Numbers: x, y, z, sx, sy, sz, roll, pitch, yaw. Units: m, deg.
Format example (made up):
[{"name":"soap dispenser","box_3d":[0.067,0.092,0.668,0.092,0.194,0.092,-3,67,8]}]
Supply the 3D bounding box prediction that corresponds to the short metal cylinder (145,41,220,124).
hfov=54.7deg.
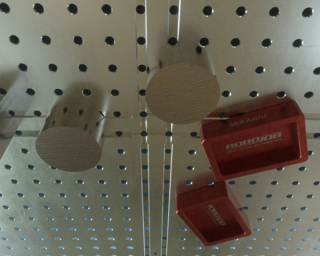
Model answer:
[{"name":"short metal cylinder","box_3d":[0.024,-0.050,0.352,0.081,0.050,0.079,0,130,0]}]

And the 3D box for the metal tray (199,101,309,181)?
[{"name":"metal tray","box_3d":[0.130,0.022,0.428,0.130,0.030,0.090,-16,129,13]}]

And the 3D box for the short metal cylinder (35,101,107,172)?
[{"name":"short metal cylinder","box_3d":[-0.113,0.012,0.404,0.081,0.050,0.079,0,130,0]}]

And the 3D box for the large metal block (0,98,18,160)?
[{"name":"large metal block","box_3d":[-0.237,0.009,0.381,0.080,0.080,0.050,-3,130,3]}]

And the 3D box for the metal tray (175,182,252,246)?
[{"name":"metal tray","box_3d":[0.095,0.154,0.540,0.090,0.030,0.130,-22,127,18]}]
